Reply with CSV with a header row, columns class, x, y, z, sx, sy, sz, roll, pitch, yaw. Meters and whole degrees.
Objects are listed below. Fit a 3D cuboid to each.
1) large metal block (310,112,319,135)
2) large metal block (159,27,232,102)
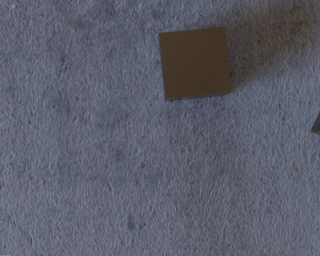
class,x,y,z,sx,sy,sz,roll,pitch,yaw
large metal block,0.260,-0.015,0.401,0.080,0.050,0.080,26,90,-1
large metal block,0.043,-0.079,0.398,0.081,0.050,0.079,-6,90,-1
